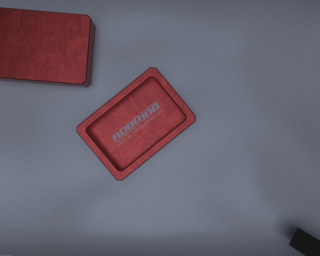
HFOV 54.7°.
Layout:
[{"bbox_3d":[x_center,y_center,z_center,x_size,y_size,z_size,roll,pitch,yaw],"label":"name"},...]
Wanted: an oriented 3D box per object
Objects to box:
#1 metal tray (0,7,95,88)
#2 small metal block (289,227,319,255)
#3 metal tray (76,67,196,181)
[{"bbox_3d":[-0.156,-0.104,0.407,0.131,0.030,0.089,5,90,-1],"label":"metal tray"},{"bbox_3d":[0.199,0.153,0.391,0.050,0.050,0.025,29,90,43],"label":"small metal block"},{"bbox_3d":[-0.030,-0.005,0.408,0.130,0.030,0.090,-39,91,-1],"label":"metal tray"}]
